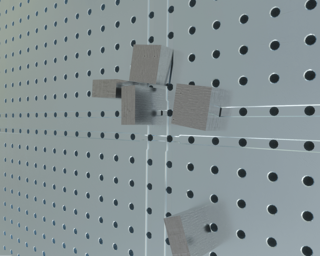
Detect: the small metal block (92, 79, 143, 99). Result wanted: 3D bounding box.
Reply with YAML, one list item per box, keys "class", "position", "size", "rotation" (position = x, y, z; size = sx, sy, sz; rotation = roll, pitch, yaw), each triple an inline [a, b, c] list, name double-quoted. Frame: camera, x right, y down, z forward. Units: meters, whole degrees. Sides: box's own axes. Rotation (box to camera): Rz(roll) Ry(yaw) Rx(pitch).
- class: "small metal block"
  position: [-0.061, -0.054, 0.445]
  size: [0.050, 0.050, 0.025]
  rotation: [6, 94, 40]

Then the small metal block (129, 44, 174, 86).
- class: "small metal block"
  position: [-0.013, -0.085, 0.421]
  size: [0.050, 0.025, 0.050]
  rotation: [14, 99, 39]

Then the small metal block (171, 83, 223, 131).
- class: "small metal block"
  position: [0.044, -0.026, 0.374]
  size: [0.050, 0.025, 0.050]
  rotation: [13, 98, 39]

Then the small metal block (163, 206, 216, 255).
- class: "small metal block"
  position: [0.035, 0.124, 0.365]
  size: [0.025, 0.050, 0.050]
  rotation: [-24, 75, 38]

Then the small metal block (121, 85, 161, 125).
- class: "small metal block"
  position: [-0.024, -0.029, 0.414]
  size: [0.025, 0.050, 0.050]
  rotation: [0, 90, 40]
